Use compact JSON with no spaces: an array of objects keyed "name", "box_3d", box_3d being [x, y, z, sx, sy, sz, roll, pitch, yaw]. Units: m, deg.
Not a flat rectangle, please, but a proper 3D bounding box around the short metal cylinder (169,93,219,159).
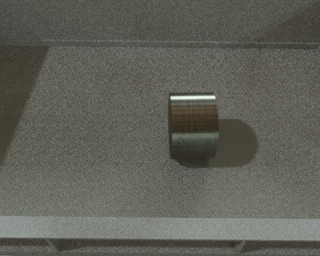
[{"name":"short metal cylinder","box_3d":[0.037,-0.003,0.372,0.050,0.080,0.080,-1,50,-1]}]
